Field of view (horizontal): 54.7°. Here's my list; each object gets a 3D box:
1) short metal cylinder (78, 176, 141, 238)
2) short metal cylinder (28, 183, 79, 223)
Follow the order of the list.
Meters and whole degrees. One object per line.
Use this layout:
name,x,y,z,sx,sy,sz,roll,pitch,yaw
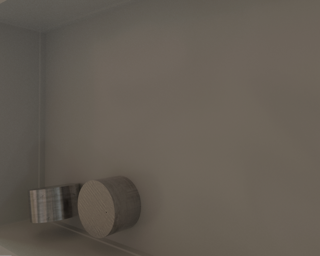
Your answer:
short metal cylinder,-0.074,0.112,0.449,0.080,0.050,0.079,0,90,39
short metal cylinder,-0.173,0.122,0.510,0.080,0.081,0.050,-12,83,39
